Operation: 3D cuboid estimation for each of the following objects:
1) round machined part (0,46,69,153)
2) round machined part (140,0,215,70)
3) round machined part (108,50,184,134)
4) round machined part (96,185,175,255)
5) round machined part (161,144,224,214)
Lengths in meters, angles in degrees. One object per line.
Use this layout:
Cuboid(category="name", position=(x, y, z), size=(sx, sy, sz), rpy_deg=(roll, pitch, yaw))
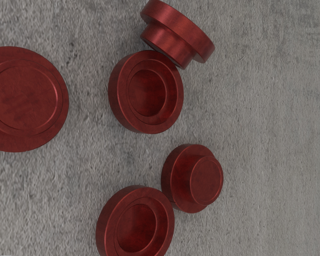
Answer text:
Cuboid(category="round machined part", position=(-0.130, -0.026, 0.284), size=(0.099, 0.042, 0.097), rpy_deg=(0, 90, -40))
Cuboid(category="round machined part", position=(0.015, -0.107, 0.377), size=(0.098, 0.098, 0.042), rpy_deg=(32, 98, -35))
Cuboid(category="round machined part", position=(-0.021, -0.042, 0.376), size=(0.099, 0.042, 0.097), rpy_deg=(-1, 92, -40))
Cuboid(category="round machined part", position=(-0.033, 0.116, 0.367), size=(0.099, 0.042, 0.097), rpy_deg=(0, 90, -40))
Cuboid(category="round machined part", position=(0.052, 0.072, 0.437), size=(0.099, 0.042, 0.097), rpy_deg=(0, 90, -40))
